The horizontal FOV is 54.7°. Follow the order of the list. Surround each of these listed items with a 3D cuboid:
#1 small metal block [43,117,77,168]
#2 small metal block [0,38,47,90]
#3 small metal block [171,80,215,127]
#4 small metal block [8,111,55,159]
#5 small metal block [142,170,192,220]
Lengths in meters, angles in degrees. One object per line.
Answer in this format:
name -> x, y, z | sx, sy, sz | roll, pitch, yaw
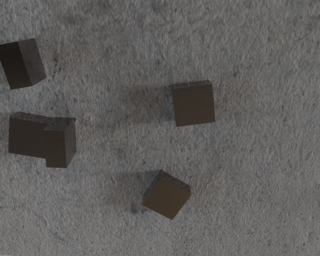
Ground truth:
small metal block -> -0.128, 0.018, 0.401 | 0.025, 0.050, 0.050 | 3, 110, -1
small metal block -> -0.162, -0.077, 0.366 | 0.025, 0.050, 0.050 | -10, 110, 3
small metal block -> 0.042, -0.032, 0.399 | 0.050, 0.025, 0.050 | -7, 110, 2
small metal block -> -0.169, 0.010, 0.411 | 0.050, 0.025, 0.050 | 10, 110, -5
small metal block -> 0.009, 0.097, 0.446 | 0.050, 0.025, 0.050 | 30, 107, -11
